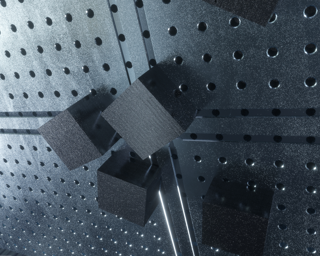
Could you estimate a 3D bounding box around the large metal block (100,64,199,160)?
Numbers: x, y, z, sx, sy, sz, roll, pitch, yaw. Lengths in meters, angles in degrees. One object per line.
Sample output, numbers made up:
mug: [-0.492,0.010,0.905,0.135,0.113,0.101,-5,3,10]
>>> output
large metal block: [-0.013,-0.019,0.389,0.080,0.050,0.080,48,128,-6]

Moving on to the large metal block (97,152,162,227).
large metal block: [-0.047,0.093,0.476,0.080,0.050,0.079,18,125,17]

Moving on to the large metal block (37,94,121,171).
large metal block: [-0.120,0.008,0.462,0.080,0.050,0.080,-25,105,36]

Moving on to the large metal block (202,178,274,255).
large metal block: [0.103,0.122,0.415,0.080,0.050,0.079,10,123,22]

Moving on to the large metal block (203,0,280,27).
large metal block: [0.075,-0.145,0.265,0.080,0.050,0.079,28,128,10]
